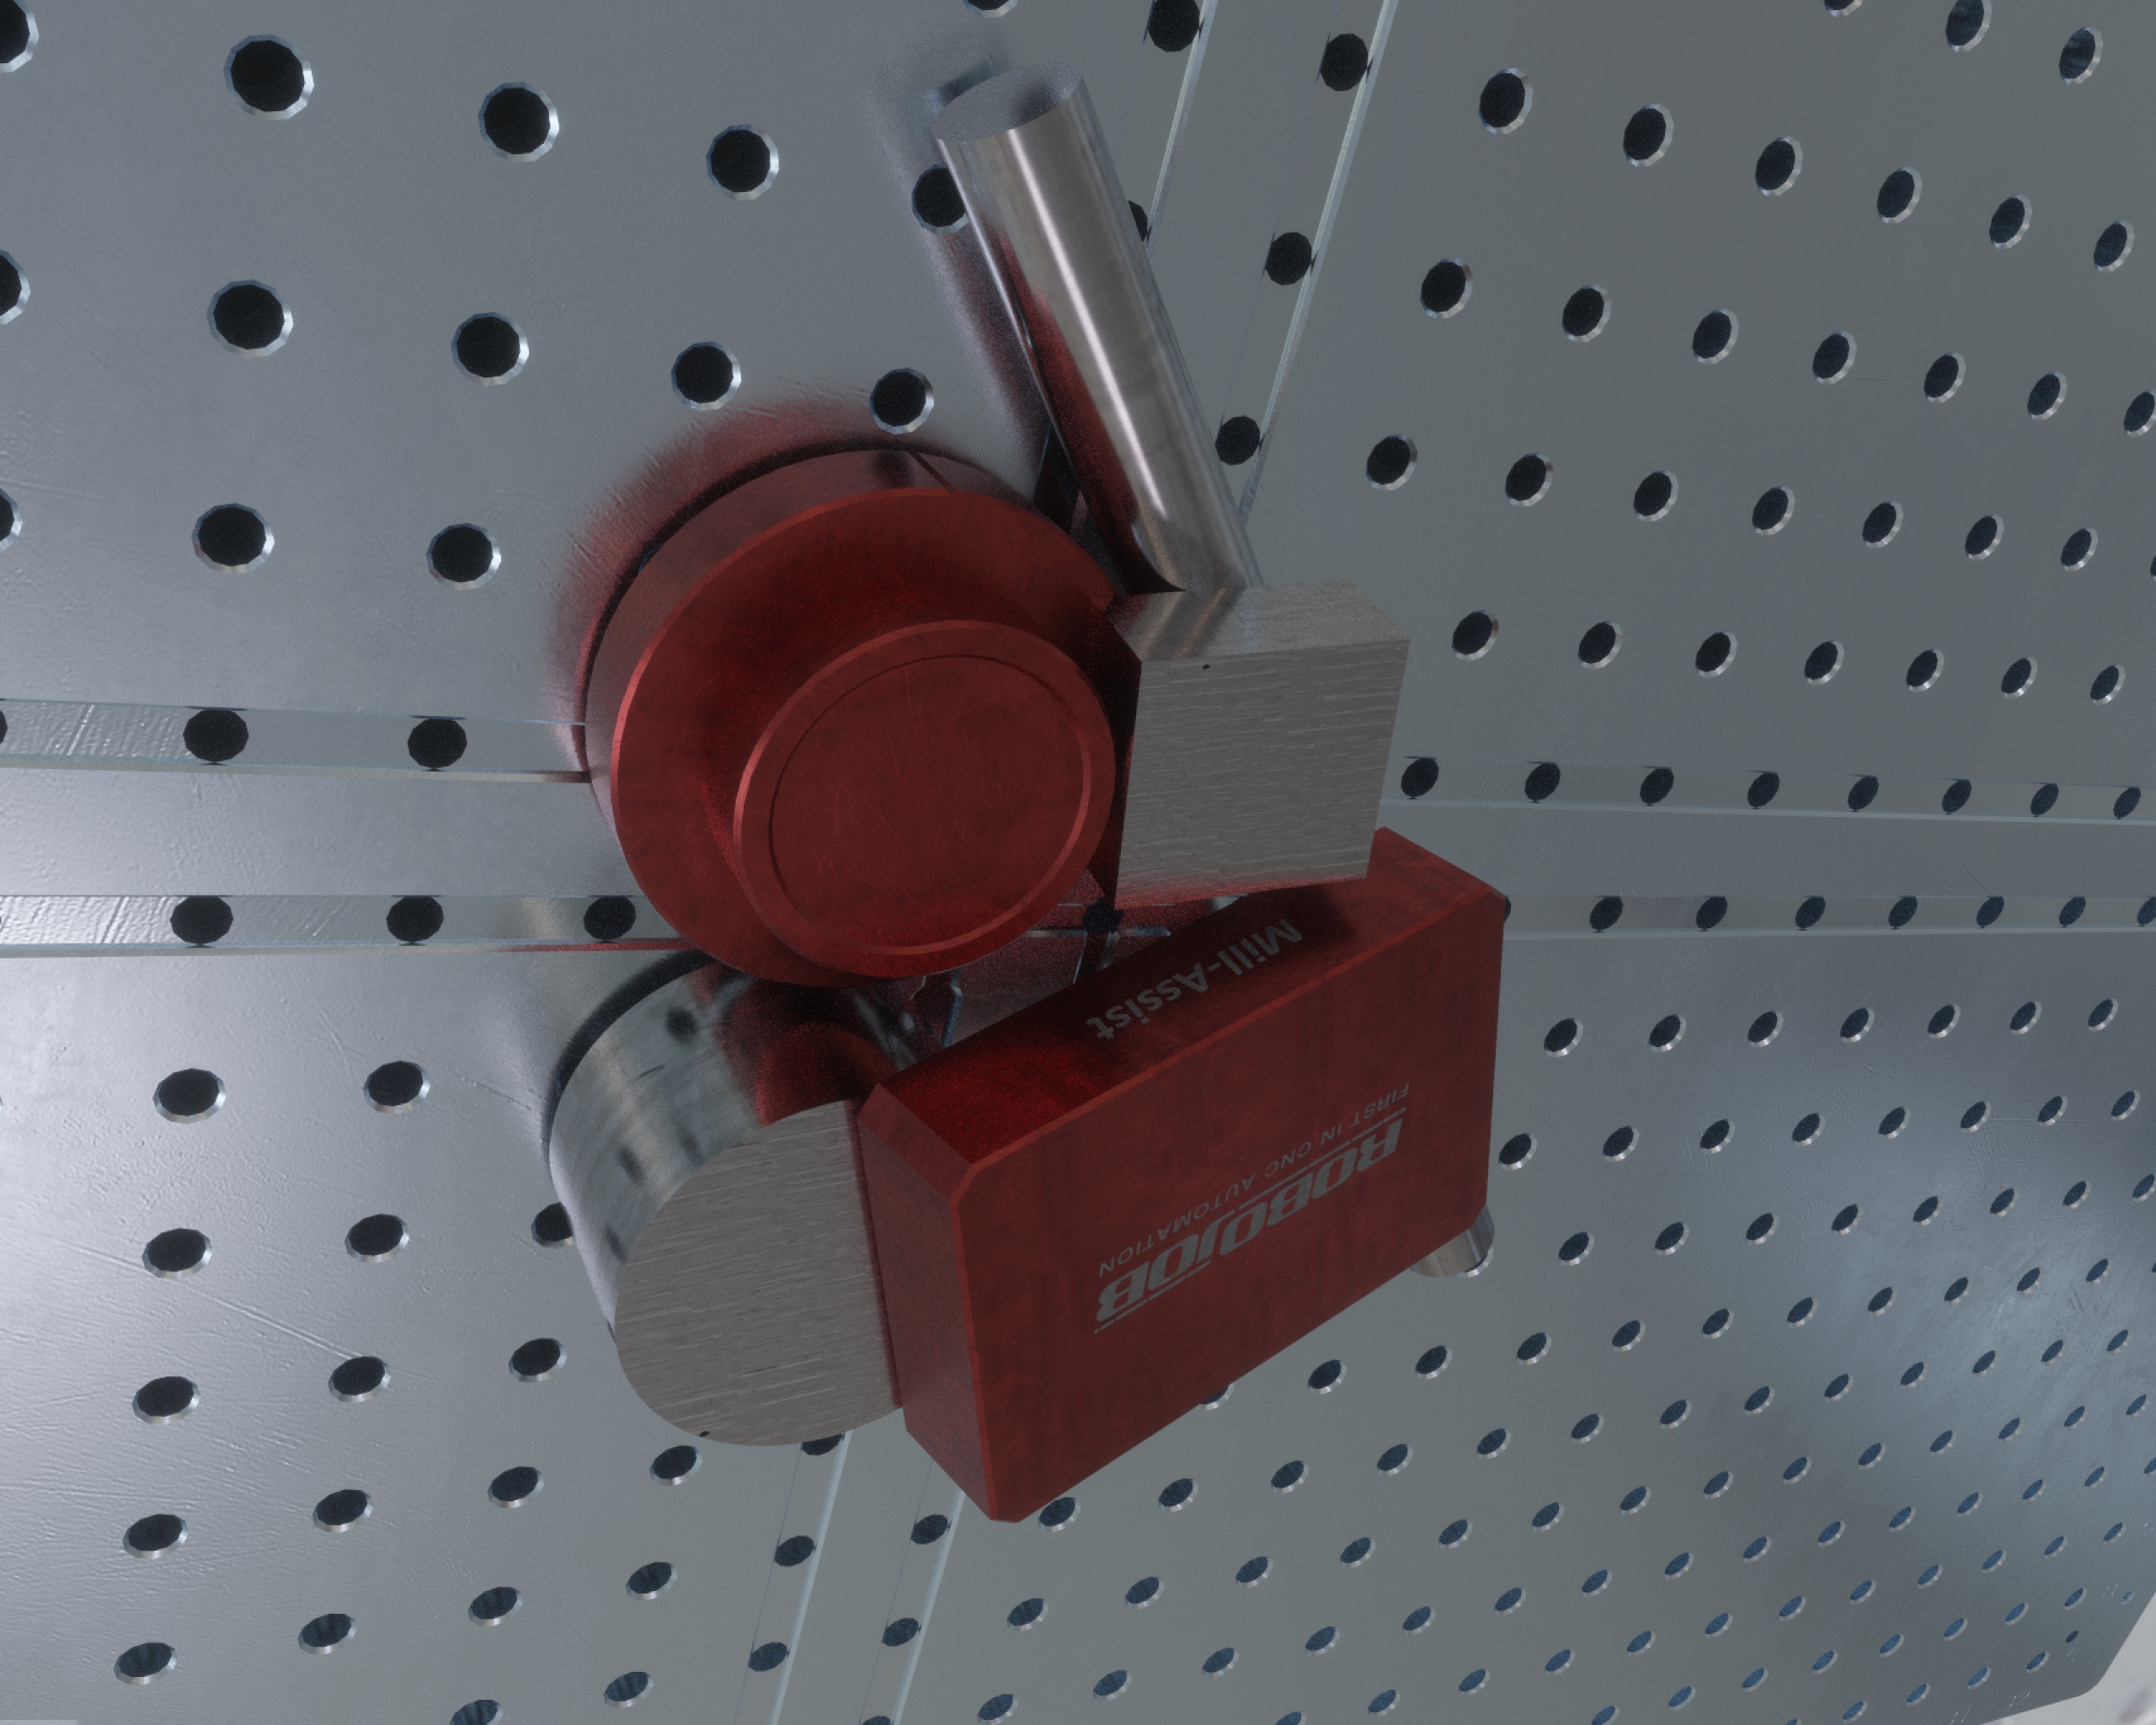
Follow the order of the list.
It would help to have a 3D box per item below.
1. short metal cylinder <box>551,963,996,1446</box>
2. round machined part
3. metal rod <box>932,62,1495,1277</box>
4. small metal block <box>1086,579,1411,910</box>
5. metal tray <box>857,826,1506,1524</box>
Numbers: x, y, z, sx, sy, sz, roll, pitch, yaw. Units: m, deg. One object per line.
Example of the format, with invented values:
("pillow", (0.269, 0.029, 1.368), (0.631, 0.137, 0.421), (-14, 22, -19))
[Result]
("short metal cylinder", (-0.055, 0.064, 0.399), (0.081, 0.050, 0.079), (-14, 124, -21))
("round machined part", (-0.032, -0.019, 0.365), (0.099, 0.042, 0.097), (-13, 124, -20))
("metal rod", (0.039, -0.014, 0.420), (0.025, 0.025, 0.299), (-32, 129, -8))
("small metal block", (0.028, -0.022, 0.378), (0.050, 0.025, 0.050), (-7, 124, -19))
("metal tray", (0.025, 0.058, 0.403), (0.131, 0.030, 0.089), (-25, 129, -29))
